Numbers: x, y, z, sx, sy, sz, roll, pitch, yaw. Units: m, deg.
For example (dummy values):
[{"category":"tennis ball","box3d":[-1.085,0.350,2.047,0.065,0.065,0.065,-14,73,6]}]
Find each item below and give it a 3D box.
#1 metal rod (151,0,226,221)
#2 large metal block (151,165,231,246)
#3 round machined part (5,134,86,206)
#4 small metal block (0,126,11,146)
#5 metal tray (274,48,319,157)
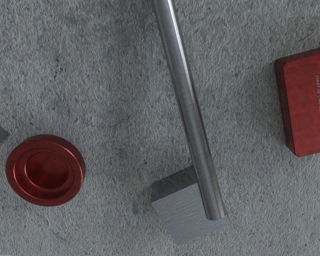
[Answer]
[{"category":"metal rod","box3d":[0.032,-0.033,0.367,0.025,0.025,0.298,-14,98,5]},{"category":"large metal block","box3d":[0.042,0.106,0.436,0.080,0.050,0.080,-26,108,9]},{"category":"round machined part","box3d":[-0.150,0.053,0.419,0.099,0.042,0.097,0,110,0]},{"category":"small metal block","box3d":[-0.231,0.010,0.398,0.050,0.050,0.025,41,105,-14]},{"category":"metal tray","box3d":[0.205,-0.034,0.397,0.090,0.030,0.129,-15,110,5]}]
